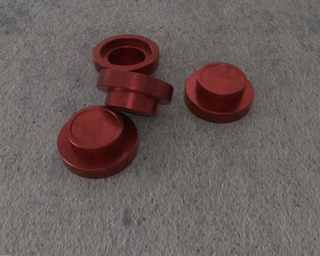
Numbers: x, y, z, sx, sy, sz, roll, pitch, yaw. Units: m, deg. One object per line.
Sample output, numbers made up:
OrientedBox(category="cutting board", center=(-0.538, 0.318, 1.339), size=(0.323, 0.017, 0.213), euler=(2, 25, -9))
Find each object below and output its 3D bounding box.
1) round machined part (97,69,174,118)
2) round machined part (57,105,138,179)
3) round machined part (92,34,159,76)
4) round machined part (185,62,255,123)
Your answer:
OrientedBox(category="round machined part", center=(-0.034, -0.041, 0.403), size=(0.098, 0.098, 0.042), euler=(11, 87, 9))
OrientedBox(category="round machined part", center=(-0.077, 0.010, 0.383), size=(0.099, 0.042, 0.098), euler=(0, 50, 0))
OrientedBox(category="round machined part", center=(-0.050, -0.099, 0.472), size=(0.099, 0.042, 0.098), euler=(1, 46, 0))
OrientedBox(category="round machined part", center=(0.085, -0.056, 0.440), size=(0.099, 0.042, 0.098), euler=(0, 50, 0))
